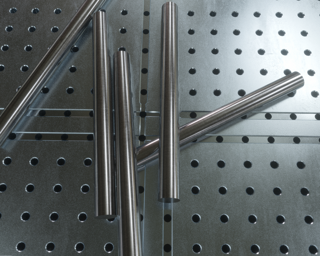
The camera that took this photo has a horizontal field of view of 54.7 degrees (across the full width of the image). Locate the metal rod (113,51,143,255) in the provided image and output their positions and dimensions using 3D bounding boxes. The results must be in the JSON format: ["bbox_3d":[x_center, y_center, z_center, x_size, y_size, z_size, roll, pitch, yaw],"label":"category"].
[{"bbox_3d":[-0.042,0.026,0.375,0.025,0.025,0.299,-5,60,-2],"label":"metal rod"}]

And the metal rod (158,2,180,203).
[{"bbox_3d":[0.013,-0.053,0.412,0.025,0.025,0.299,1,63,0],"label":"metal rod"}]

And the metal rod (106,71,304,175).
[{"bbox_3d":[0.061,-0.005,0.414,0.302,0.025,0.025,-25,72,-10],"label":"metal rod"}]

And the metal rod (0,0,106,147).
[{"bbox_3d":[-0.150,-0.107,0.448,0.025,0.025,0.300,26,72,8],"label":"metal rod"}]

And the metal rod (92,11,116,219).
[{"bbox_3d":[-0.075,-0.035,0.406,0.025,0.025,0.299,-5,64,-2],"label":"metal rod"}]
